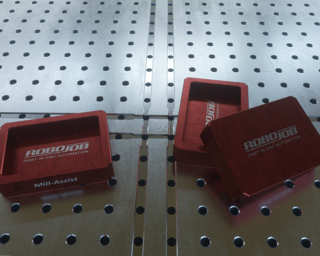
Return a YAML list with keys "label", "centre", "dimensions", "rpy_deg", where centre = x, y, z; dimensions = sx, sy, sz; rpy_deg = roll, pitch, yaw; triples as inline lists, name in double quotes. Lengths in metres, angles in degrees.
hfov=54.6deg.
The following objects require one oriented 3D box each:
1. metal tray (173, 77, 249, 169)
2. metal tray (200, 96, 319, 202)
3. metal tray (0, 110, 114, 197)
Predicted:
- label: "metal tray"
  centre: [0.070, -0.011, 0.413]
  dimensions: [0.090, 0.030, 0.130]
  rpy_deg: [7, 50, 6]
- label: "metal tray"
  centre: [0.124, 0.020, 0.362]
  dimensions: [0.131, 0.030, 0.090]
  rpy_deg: [-17, 70, -21]
- label: "metal tray"
  centre: [-0.127, 0.028, 0.380]
  dimensions: [0.131, 0.030, 0.090]
  rpy_deg: [-8, 51, -7]
